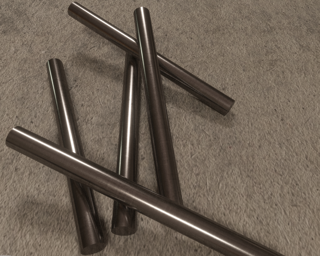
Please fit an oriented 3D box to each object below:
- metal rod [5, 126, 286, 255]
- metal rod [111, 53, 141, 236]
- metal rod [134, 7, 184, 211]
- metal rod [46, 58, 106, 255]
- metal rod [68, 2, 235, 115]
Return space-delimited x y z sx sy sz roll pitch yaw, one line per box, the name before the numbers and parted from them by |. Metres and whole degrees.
metal rod | -0.020 0.071 0.312 0.301 0.025 0.025 25 54 7
metal rod | -0.040 -0.010 0.410 0.025 0.025 0.300 -1 50 -1
metal rod | -0.007 -0.044 0.401 0.025 0.025 0.299 -6 62 -6
metal rod | -0.115 0.010 0.393 0.025 0.025 0.299 -15 52 -13
metal rod | -0.022 -0.111 0.466 0.300 0.025 0.025 35 58 15
